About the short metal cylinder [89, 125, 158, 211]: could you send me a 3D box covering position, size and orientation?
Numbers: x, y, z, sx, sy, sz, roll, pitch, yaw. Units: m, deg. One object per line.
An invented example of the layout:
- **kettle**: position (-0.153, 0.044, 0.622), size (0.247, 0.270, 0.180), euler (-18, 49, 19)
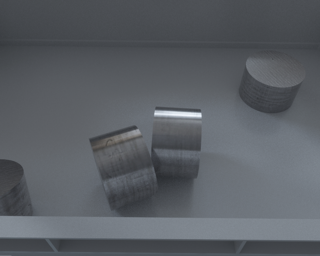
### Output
- **short metal cylinder**: position (-0.040, 0.042, 0.334), size (0.050, 0.080, 0.080), euler (-17, 52, -14)

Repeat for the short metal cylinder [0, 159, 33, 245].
- **short metal cylinder**: position (-0.173, 0.073, 0.306), size (0.081, 0.050, 0.080), euler (-1, 25, 1)

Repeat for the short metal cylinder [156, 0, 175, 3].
- **short metal cylinder**: position (0.007, -0.298, 0.623), size (0.050, 0.080, 0.080), euler (18, 52, 14)

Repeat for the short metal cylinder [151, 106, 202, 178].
- **short metal cylinder**: position (0.018, 0.016, 0.356), size (0.050, 0.080, 0.080), euler (3, 50, 2)

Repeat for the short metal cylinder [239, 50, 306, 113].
- **short metal cylinder**: position (0.160, -0.067, 0.448), size (0.081, 0.050, 0.080), euler (0, 50, 0)
